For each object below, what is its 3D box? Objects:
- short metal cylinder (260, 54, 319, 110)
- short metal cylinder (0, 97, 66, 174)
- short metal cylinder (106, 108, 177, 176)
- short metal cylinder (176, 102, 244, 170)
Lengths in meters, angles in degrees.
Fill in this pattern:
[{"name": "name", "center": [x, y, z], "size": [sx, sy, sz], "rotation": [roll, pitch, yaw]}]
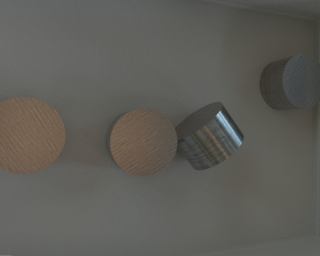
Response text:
[{"name": "short metal cylinder", "center": [0.202, -0.068, 0.474], "size": [0.081, 0.050, 0.079], "rotation": [0, 90, -21]}, {"name": "short metal cylinder", "center": [-0.148, 0.007, 0.343], "size": [0.081, 0.050, 0.079], "rotation": [0, 90, -21]}, {"name": "short metal cylinder", "center": [-0.024, 0.017, 0.386], "size": [0.081, 0.050, 0.079], "rotation": [0, 90, -16]}, {"name": "short metal cylinder", "center": [0.061, 0.010, 0.405], "size": [0.080, 0.080, 0.050], "rotation": [-41, 104, -16]}]
